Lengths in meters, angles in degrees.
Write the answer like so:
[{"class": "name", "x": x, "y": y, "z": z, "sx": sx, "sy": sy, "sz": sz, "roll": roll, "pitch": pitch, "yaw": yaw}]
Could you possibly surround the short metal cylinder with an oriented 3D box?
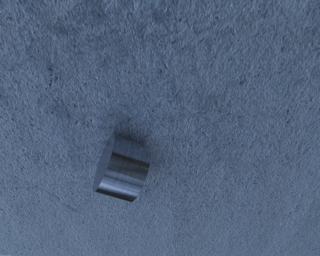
[{"class": "short metal cylinder", "x": -0.052, "y": 0.054, "z": 0.416, "sx": 0.050, "sy": 0.080, "sz": 0.080, "roll": 21, "pitch": 127, "yaw": -17}]
